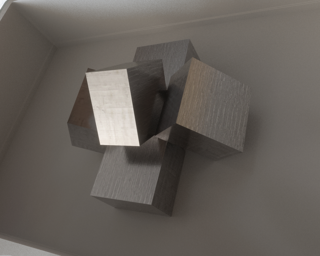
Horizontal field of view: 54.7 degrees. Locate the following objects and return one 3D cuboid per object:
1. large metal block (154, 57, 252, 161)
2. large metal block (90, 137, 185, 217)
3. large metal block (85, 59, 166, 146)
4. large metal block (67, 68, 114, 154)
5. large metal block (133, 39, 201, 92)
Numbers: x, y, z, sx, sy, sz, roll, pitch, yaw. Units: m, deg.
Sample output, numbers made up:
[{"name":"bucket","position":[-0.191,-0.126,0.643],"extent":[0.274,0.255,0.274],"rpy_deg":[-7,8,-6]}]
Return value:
[{"name":"large metal block","position":[0.049,-0.018,0.345],"extent":[0.050,0.080,0.080],"rpy_deg":[-33,38,60]},{"name":"large metal block","position":[-0.024,0.054,0.368],"extent":[0.080,0.050,0.080],"rpy_deg":[1,62,28]},{"name":"large metal block","position":[-0.032,-0.032,0.354],"extent":[0.050,0.079,0.080],"rpy_deg":[0,18,27]},{"name":"large metal block","position":[-0.083,-0.019,0.415],"extent":[0.050,0.080,0.080],"rpy_deg":[15,65,-5]},{"name":"large metal block","position":[0.006,-0.069,0.424],"extent":[0.080,0.050,0.080],"rpy_deg":[-1,61,27]}]
